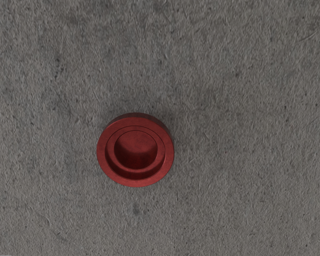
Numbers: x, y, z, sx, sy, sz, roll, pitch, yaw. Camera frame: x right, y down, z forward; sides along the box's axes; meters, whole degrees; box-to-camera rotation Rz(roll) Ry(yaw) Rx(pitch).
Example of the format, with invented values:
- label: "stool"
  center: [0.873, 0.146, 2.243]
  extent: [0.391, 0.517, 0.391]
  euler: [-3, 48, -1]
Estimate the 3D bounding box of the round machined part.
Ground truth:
- label: "round machined part"
  center: [-0.031, 0.026, 0.410]
  extent: [0.099, 0.042, 0.097]
  euler: [0, 110, 0]
